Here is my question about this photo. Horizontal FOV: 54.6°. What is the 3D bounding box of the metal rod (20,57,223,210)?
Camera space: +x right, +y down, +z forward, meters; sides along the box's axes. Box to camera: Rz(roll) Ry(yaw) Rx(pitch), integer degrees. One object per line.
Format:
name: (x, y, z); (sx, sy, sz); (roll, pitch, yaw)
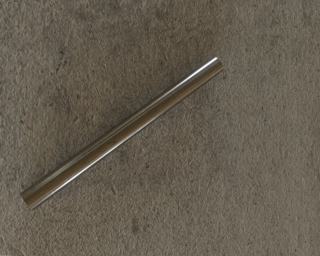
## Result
metal rod: (-0.035, -0.003, 0.395); (0.301, 0.025, 0.025); (-37, 102, -16)
